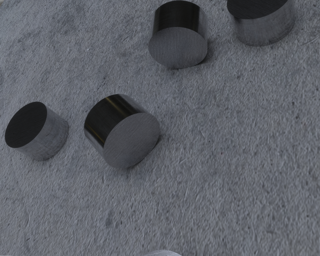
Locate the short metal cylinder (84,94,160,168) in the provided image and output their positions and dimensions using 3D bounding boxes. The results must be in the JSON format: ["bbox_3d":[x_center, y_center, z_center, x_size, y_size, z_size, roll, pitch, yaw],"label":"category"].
[{"bbox_3d":[-0.048,0.004,0.391,0.080,0.080,0.050,-46,51,-4],"label":"short metal cylinder"}]

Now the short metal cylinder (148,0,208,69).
[{"bbox_3d":[0.026,-0.129,0.434,0.080,0.080,0.050,-8,58,24],"label":"short metal cylinder"}]

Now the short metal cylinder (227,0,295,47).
[{"bbox_3d":[0.135,-0.156,0.413,0.080,0.050,0.080,-13,56,21],"label":"short metal cylinder"}]

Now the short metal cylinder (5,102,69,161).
[{"bbox_3d":[-0.192,0.006,0.485,0.080,0.050,0.080,-13,56,21],"label":"short metal cylinder"}]

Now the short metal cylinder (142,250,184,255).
[{"bbox_3d":[0.010,0.159,0.285,0.080,0.050,0.080,-13,56,21],"label":"short metal cylinder"}]
